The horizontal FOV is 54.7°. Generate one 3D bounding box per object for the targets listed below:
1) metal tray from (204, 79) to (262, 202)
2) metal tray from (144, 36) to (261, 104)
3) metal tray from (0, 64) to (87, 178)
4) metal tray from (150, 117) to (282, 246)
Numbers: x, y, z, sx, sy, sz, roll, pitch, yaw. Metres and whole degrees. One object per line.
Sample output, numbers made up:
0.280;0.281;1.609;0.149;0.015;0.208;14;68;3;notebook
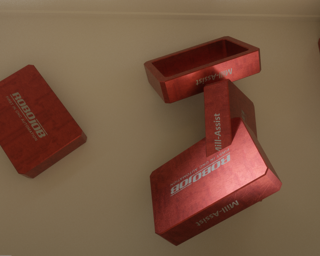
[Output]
0.088;0.019;0.367;0.030;0.090;0.129;-12;67;33;metal tray
0.053;-0.081;0.409;0.131;0.030;0.090;-20;30;-8;metal tray
-0.171;-0.011;0.409;0.090;0.030;0.130;-36;74;-13;metal tray
0.051;0.056;0.333;0.130;0.030;0.090;-35;33;18;metal tray
